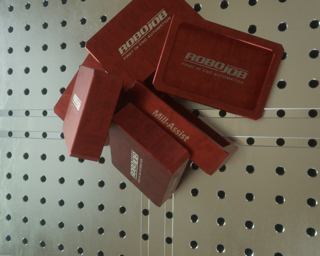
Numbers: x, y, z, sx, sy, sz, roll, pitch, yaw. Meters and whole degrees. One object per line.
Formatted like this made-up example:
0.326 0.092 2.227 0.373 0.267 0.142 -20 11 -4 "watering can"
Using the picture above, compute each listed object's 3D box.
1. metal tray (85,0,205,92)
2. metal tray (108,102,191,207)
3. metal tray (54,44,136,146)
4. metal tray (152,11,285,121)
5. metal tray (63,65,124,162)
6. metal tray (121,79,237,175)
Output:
-0.017 -0.114 0.397 0.130 0.030 0.090 -42 80 0 "metal tray"
-0.018 0.037 0.368 0.090 0.129 0.030 40 64 15 "metal tray"
-0.081 -0.048 0.439 0.090 0.030 0.130 40 103 14 "metal tray"
0.065 -0.070 0.361 0.131 0.030 0.090 17 96 -4 "metal tray"
-0.084 -0.024 0.362 0.030 0.130 0.090 16 97 -23 "metal tray"
0.026 -0.003 0.368 0.130 0.090 0.030 40 103 15 "metal tray"
